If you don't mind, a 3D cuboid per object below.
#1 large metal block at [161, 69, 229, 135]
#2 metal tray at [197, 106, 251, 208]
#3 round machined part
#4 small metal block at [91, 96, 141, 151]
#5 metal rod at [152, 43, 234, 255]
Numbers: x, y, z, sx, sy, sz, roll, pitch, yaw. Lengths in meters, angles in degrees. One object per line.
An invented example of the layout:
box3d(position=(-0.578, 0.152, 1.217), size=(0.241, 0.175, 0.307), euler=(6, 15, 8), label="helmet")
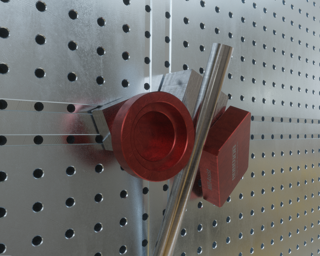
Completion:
box3d(position=(0.041, -0.023, 0.424), size=(0.080, 0.050, 0.080), euler=(29, 72, -37), label="large metal block")
box3d(position=(0.095, 0.044, 0.449), size=(0.090, 0.030, 0.129), euler=(-46, 142, -30), label="metal tray")
box3d(position=(-0.011, 0.009, 0.349), size=(0.099, 0.042, 0.097), euler=(-1, 91, -37), label="round machined part")
box3d(position=(-0.046, -0.006, 0.367), size=(0.050, 0.025, 0.050), euler=(-28, 108, -37), label="small metal block")
box3d(position=(0.035, 0.047, 0.383), size=(0.025, 0.025, 0.298), euler=(8, 101, -40), label="metal rod")
